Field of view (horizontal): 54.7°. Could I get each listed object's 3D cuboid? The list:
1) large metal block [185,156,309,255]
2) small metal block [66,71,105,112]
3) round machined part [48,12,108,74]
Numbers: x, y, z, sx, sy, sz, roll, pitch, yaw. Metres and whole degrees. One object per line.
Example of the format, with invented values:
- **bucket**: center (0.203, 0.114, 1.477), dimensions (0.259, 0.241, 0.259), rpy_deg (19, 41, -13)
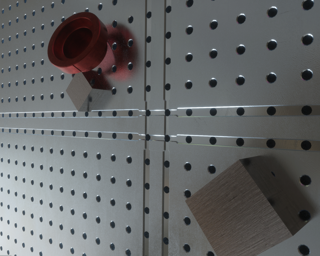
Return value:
- **large metal block**: center (0.087, 0.086, 0.321), dimensions (0.080, 0.050, 0.080), rpy_deg (-46, 63, 30)
- **small metal block**: center (-0.123, -0.062, 0.508), dimensions (0.050, 0.025, 0.050), rpy_deg (-51, 61, 27)
- **round machined part**: center (-0.122, -0.126, 0.481), dimensions (0.098, 0.042, 0.098), rpy_deg (-10, 65, 23)
